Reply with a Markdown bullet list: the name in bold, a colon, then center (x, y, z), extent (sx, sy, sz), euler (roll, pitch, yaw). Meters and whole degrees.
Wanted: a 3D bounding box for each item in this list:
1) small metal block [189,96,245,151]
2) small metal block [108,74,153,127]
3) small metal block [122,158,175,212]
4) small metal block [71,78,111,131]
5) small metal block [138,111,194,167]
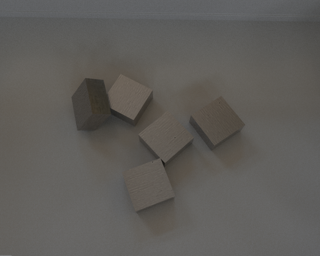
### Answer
- **small metal block**: center (0.075, -0.006, 0.413), extent (0.050, 0.025, 0.050), euler (-33, 74, -12)
- **small metal block**: center (-0.044, -0.038, 0.423), extent (0.050, 0.025, 0.050), euler (28, 72, 9)
- **small metal block**: center (-0.014, 0.071, 0.383), extent (0.050, 0.025, 0.050), euler (-19, 72, -7)
- **small metal block**: center (-0.091, -0.030, 0.403), extent (0.025, 0.050, 0.050), euler (0, 66, -37)
- **small metal block**: center (0.008, 0.014, 0.405), extent (0.050, 0.025, 0.050), euler (-40, 75, -14)
